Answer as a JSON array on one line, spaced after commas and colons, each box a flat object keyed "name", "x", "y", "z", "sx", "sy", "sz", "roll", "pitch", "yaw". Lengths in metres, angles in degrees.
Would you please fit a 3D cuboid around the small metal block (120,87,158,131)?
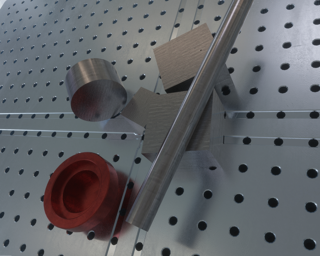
[{"name": "small metal block", "x": -0.019, "y": -0.024, "z": 0.433, "sx": 0.050, "sy": 0.025, "sz": 0.050, "roll": 28, "pitch": 77, "yaw": 37}]

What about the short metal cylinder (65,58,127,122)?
[{"name": "short metal cylinder", "x": -0.094, "y": -0.055, "z": 0.456, "sx": 0.080, "sy": 0.080, "sz": 0.050, "roll": -32, "pitch": 52, "yaw": 7}]

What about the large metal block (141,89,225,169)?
[{"name": "large metal block", "x": 0.031, "y": 0.003, "z": 0.375, "sx": 0.080, "sy": 0.050, "sz": 0.080, "roll": -5, "pitch": 59, "yaw": 25}]

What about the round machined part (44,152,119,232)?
[{"name": "round machined part", "x": -0.095, "y": 0.083, "z": 0.396, "sx": 0.098, "sy": 0.042, "sz": 0.098, "roll": -13, "pitch": 56, "yaw": 21}]

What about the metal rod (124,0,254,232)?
[{"name": "metal rod", "x": 0.041, "y": -0.034, "z": 0.342, "sx": 0.025, "sy": 0.025, "sz": 0.300, "roll": 14, "pitch": 69, "yaw": 34}]

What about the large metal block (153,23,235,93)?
[{"name": "large metal block", "x": 0.044, "y": -0.082, "z": 0.420, "sx": 0.080, "sy": 0.050, "sz": 0.080, "roll": -24, "pitch": 53, "yaw": 13}]
